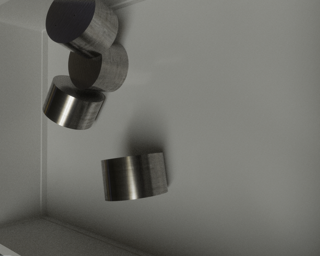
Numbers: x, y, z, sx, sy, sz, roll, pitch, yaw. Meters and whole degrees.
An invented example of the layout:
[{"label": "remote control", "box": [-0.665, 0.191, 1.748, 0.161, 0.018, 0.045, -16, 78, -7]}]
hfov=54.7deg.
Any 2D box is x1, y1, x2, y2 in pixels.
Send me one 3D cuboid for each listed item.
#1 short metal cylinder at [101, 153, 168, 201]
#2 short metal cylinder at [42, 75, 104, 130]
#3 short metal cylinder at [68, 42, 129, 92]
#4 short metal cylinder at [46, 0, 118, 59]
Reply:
[{"label": "short metal cylinder", "box": [-0.033, 0.062, 0.398, 0.080, 0.081, 0.050, -12, 82, 39]}, {"label": "short metal cylinder", "box": [-0.134, -0.040, 0.482, 0.080, 0.081, 0.050, 43, 116, 31]}, {"label": "short metal cylinder", "box": [-0.094, -0.096, 0.468, 0.080, 0.050, 0.080, 0, 90, 40]}, {"label": "short metal cylinder", "box": [-0.103, -0.140, 0.414, 0.080, 0.050, 0.080, -6, 76, 25]}]
